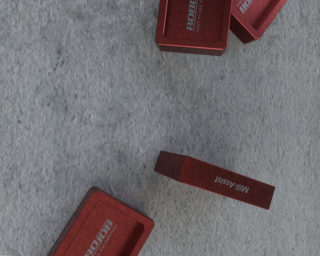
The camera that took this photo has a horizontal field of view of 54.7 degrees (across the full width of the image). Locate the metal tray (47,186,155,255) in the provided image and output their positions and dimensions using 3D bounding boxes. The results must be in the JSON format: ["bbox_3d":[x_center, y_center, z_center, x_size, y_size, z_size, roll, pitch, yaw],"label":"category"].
[{"bbox_3d":[-0.078,0.149,0.378,0.090,0.030,0.130,35,79,-17],"label":"metal tray"}]

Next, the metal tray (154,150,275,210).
[{"bbox_3d":[0.068,0.066,0.401,0.131,0.090,0.030,21,83,-19],"label":"metal tray"}]

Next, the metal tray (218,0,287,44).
[{"bbox_3d":[0.140,-0.203,0.459,0.090,0.030,0.130,40,77,-16],"label":"metal tray"}]

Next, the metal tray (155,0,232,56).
[{"bbox_3d":[0.047,-0.165,0.404,0.090,0.030,0.129,6,88,6],"label":"metal tray"}]
